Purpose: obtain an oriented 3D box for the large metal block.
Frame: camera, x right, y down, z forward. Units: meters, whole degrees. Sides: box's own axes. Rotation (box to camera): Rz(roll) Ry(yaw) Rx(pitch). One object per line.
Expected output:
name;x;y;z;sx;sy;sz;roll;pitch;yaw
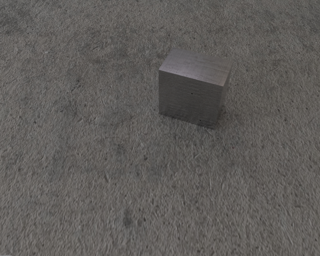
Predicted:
large metal block;0.045;-0.051;0.411;0.080;0.080;0.050;17;52;14
